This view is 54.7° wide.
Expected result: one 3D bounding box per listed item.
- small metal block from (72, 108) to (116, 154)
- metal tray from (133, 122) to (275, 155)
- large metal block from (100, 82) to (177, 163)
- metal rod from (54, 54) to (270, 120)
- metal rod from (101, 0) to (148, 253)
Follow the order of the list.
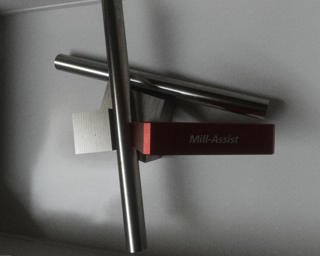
[{"bbox_3d":[-0.078,0.004,0.382,0.050,0.025,0.050,-7,87,19],"label":"small metal block"},{"bbox_3d":[0.041,0.009,0.331,0.131,0.090,0.030,1,91,-12],"label":"metal tray"},{"bbox_3d":[-0.034,-0.008,0.407,0.080,0.050,0.080,19,96,18],"label":"large metal block"},{"bbox_3d":[-0.011,-0.060,0.413,0.301,0.025,0.025,16,95,18],"label":"metal rod"},{"bbox_3d":[-0.043,-0.006,0.370,0.025,0.025,0.298,-7,88,19],"label":"metal rod"}]
